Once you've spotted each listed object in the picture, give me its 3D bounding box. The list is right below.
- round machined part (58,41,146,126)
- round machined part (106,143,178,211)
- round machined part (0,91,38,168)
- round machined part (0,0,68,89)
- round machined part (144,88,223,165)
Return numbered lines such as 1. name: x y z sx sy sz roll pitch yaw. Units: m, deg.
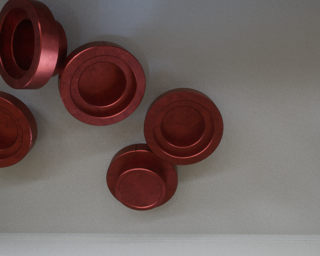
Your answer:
1. round machined part: -0.070 -0.055 0.369 0.099 0.042 0.097 -11 122 -19
2. round machined part: -0.025 0.073 0.424 0.099 0.042 0.097 1 115 2
3. round machined part: -0.207 -0.001 0.399 0.099 0.042 0.097 0 110 -1
4. round machined part: -0.142 -0.092 0.349 0.098 0.042 0.097 4 97 37
5. round machined part: 0.029 -0.004 0.401 0.099 0.042 0.097 0 110 -1
